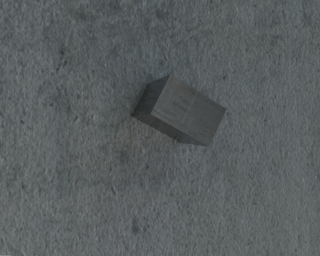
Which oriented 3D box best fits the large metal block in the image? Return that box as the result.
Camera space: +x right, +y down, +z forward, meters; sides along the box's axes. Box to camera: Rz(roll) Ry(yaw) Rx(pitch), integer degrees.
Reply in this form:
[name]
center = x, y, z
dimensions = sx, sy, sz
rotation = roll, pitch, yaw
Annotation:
[large metal block]
center = 0.021, -0.019, 0.387
dimensions = 0.080, 0.080, 0.050
rotation = 29, 81, -18
